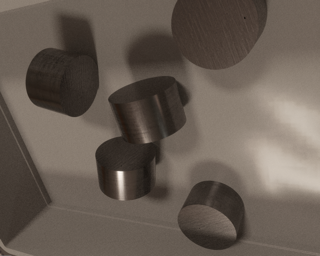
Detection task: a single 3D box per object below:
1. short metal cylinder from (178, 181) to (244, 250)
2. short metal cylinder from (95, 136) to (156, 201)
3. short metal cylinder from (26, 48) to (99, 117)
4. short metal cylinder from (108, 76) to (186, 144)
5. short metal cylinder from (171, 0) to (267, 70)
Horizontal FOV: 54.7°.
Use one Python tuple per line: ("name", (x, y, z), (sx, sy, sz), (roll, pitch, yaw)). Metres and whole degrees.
("short metal cylinder", (0.071, 0.120, 0.429), (0.080, 0.050, 0.079), (13, 124, 20))
("short metal cylinder", (-0.046, 0.054, 0.429), (0.080, 0.080, 0.050), (14, 124, 20))
("short metal cylinder", (-0.123, -0.059, 0.400), (0.050, 0.080, 0.079), (16, 125, 19))
("short metal cylinder", (-0.014, -0.023, 0.365), (0.080, 0.080, 0.050), (-3, 117, 29))
("short metal cylinder", (0.058, -0.103, 0.298), (0.080, 0.050, 0.079), (13, 124, 20))
